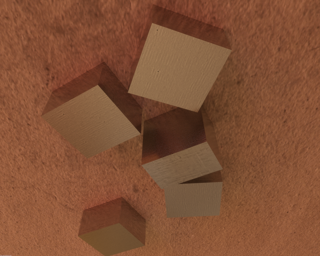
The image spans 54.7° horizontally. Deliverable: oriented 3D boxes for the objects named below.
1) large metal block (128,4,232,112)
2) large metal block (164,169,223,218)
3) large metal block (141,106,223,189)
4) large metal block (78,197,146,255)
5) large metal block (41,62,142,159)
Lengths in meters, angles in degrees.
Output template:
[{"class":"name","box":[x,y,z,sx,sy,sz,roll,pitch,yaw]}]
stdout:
[{"class":"large metal block","box":[0.017,-0.072,0.330,0.081,0.050,0.079,15,129,-13]},{"class":"large metal block","box":[0.048,0.090,0.468,0.080,0.050,0.079,-3,130,2]},{"class":"large metal block","box":[0.026,0.020,0.388,0.080,0.080,0.050,-22,127,17]},{"class":"large metal block","box":[-0.080,0.173,0.537,0.080,0.050,0.080,-23,127,17]},{"class":"large metal block","box":[-0.078,-0.019,0.373,0.080,0.050,0.080,-25,126,19]}]
